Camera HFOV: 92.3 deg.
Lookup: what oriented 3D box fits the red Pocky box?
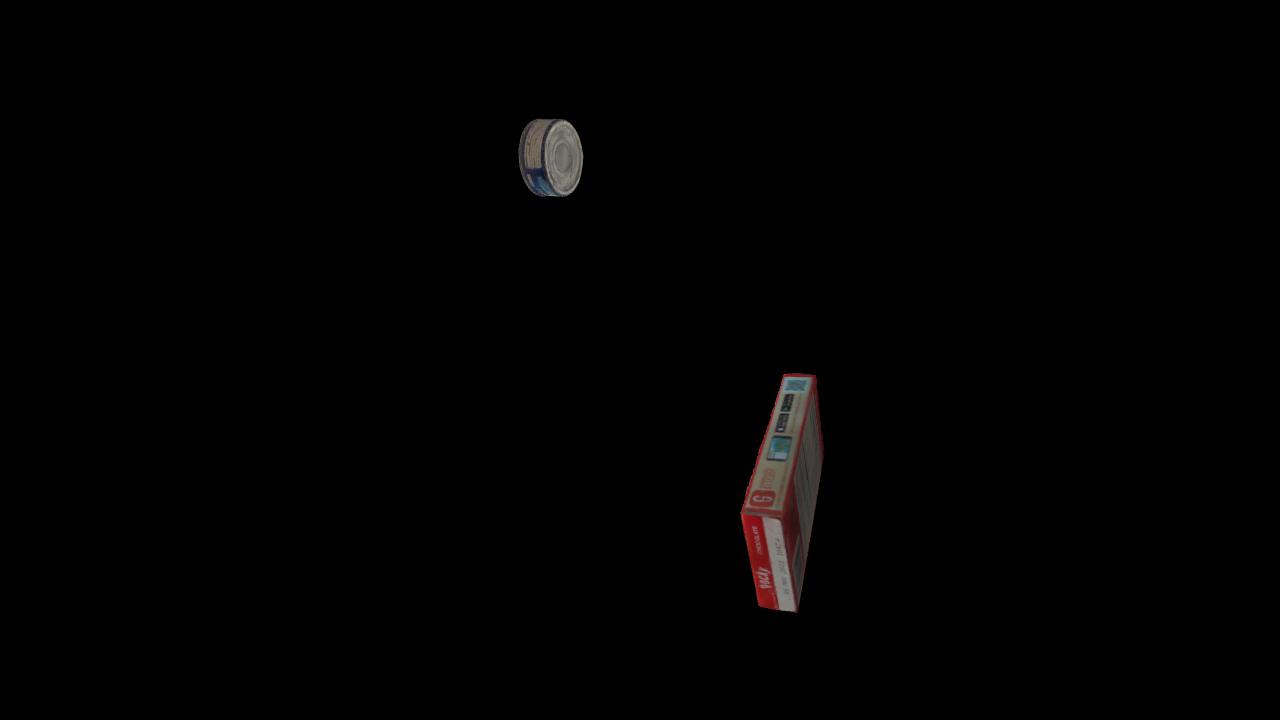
[{"bbox_3d":[0.102,0.083,0.422,0.028,0.083,0.155,-2,30,24],"label":"red Pocky box"}]

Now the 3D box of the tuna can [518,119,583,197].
[{"bbox_3d":[-0.098,-0.227,0.691,0.034,0.084,0.084,9,4,24],"label":"tuna can"}]
